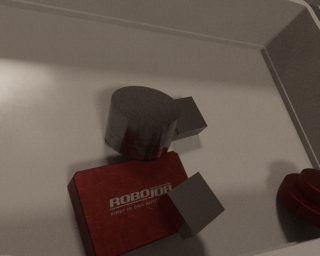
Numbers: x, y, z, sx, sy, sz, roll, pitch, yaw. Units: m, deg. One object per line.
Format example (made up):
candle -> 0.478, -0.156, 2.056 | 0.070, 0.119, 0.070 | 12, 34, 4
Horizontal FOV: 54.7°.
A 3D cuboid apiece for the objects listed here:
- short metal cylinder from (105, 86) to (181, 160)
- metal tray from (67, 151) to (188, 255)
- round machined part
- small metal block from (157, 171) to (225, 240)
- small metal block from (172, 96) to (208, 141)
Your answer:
short metal cylinder -> -0.021, -0.008, 0.366 | 0.081, 0.050, 0.080 | 11, 35, -8
metal tray -> -0.024, 0.082, 0.341 | 0.131, 0.030, 0.090 | -9, 67, -33
round machined part -> 0.222, 0.093, 0.433 | 0.099, 0.042, 0.098 | 14, 26, -7
small metal block -> 0.034, 0.083, 0.335 | 0.050, 0.025, 0.050 | -26, 76, -37
small metal block -> 0.030, -0.013, 0.432 | 0.050, 0.025, 0.050 | -14, 69, -34
